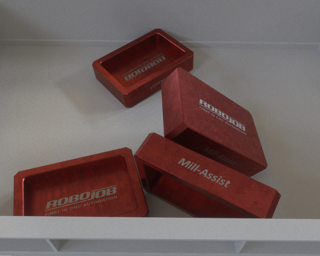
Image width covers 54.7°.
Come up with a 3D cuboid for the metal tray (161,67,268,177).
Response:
[{"bbox_3d":[0.062,-0.004,0.356,0.131,0.030,0.090,26,41,-30],"label":"metal tray"}]

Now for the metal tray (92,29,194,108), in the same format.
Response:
[{"bbox_3d":[-0.024,-0.096,0.475,0.131,0.030,0.090,-34,58,-21],"label":"metal tray"}]

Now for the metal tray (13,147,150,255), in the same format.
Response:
[{"bbox_3d":[-0.085,0.077,0.335,0.131,0.030,0.090,-12,51,-11],"label":"metal tray"}]

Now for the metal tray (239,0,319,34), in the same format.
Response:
[{"bbox_3d":[0.216,-0.210,0.541,0.131,0.090,0.030,-6,69,-6],"label":"metal tray"}]

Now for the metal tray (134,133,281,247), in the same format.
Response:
[{"bbox_3d":[0.041,0.063,0.308,0.130,0.090,0.030,25,62,19],"label":"metal tray"}]
